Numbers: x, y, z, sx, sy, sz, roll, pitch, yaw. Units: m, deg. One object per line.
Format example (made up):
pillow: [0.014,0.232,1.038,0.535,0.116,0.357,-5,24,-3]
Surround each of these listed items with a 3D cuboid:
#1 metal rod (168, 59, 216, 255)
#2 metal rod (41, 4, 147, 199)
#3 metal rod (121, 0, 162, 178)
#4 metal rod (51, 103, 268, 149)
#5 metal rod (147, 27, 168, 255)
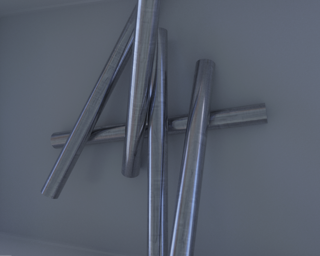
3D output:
metal rod: [0.033,0.055,0.333,0.025,0.025,0.299,2,65,20]
metal rod: [-0.082,-0.042,0.419,0.025,0.025,0.299,28,92,18]
metal rod: [-0.020,-0.067,0.350,0.025,0.025,0.298,20,122,19]
metal rod: [-0.015,0.001,0.415,0.301,0.025,0.025,-7,88,19]
metal rod: [-0.003,0.024,0.380,0.025,0.025,0.298,-3,82,20]
